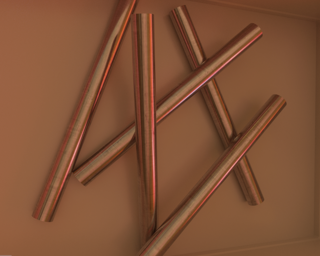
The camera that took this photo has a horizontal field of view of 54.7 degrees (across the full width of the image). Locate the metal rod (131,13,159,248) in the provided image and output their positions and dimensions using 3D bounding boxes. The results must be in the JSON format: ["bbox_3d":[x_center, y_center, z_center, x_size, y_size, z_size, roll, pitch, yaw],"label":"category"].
[{"bbox_3d":[-0.016,0.023,0.369,0.025,0.025,0.298,-7,105,-20],"label":"metal rod"}]

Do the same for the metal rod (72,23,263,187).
[{"bbox_3d":[0.016,-0.035,0.397,0.301,0.025,0.025,-40,103,-8],"label":"metal rod"}]

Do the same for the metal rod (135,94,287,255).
[{"bbox_3d":[0.072,0.065,0.407,0.301,0.025,0.025,-46,105,-16],"label":"metal rod"}]

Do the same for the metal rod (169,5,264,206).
[{"bbox_3d":[0.083,-0.026,0.440,0.025,0.025,0.299,-27,99,-18],"label":"metal rod"}]

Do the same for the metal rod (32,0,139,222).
[{"bbox_3d":[-0.086,-0.035,0.378,0.025,0.025,0.299,22,83,-19],"label":"metal rod"}]
